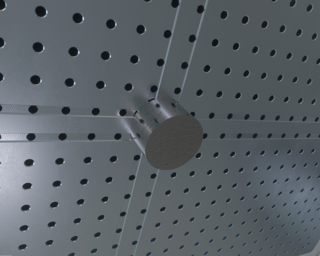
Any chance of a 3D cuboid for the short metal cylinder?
[{"bbox_3d":[0.009,0.008,0.404,0.081,0.050,0.080,-14,124,-21],"label":"short metal cylinder"}]
